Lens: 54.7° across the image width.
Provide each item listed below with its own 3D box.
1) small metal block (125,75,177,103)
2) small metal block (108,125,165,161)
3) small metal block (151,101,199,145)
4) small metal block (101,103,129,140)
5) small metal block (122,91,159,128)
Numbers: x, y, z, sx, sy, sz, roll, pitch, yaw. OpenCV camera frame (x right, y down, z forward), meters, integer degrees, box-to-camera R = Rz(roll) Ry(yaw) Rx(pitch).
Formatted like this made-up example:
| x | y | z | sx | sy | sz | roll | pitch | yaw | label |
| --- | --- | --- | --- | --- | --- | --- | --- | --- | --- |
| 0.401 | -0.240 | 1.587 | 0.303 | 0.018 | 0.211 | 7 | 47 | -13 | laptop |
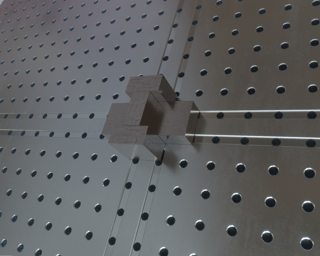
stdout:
| x | y | z | sx | sy | sz | roll | pitch | yaw | label |
| --- | --- | --- | --- | --- | --- | --- | --- | --- | --- |
| -0.011 | -0.047 | 0.425 | 0.050 | 0.050 | 0.025 | 1 | 62 | 28 | small metal block |
| -0.028 | 0.020 | 0.393 | 0.050 | 0.050 | 0.025 | 1 | 62 | 28 | small metal block |
| 0.019 | -0.007 | 0.401 | 0.050 | 0.025 | 0.050 | 1 | 62 | 28 | small metal block |
| -0.048 | -0.008 | 0.436 | 0.050 | 0.025 | 0.050 | 1 | 62 | 28 | small metal block |
| -0.020 | -0.013 | 0.409 | 0.025 | 0.050 | 0.050 | 1 | 62 | 28 | small metal block |
